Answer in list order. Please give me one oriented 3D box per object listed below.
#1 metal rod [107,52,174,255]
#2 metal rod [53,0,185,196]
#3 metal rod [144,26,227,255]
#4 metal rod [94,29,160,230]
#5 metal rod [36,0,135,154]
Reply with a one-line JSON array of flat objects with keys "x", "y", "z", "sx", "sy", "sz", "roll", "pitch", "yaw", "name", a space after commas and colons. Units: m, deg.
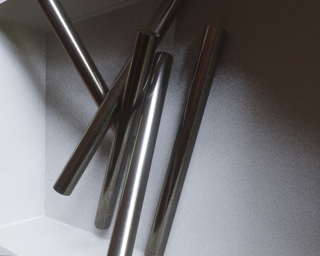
[{"x": -0.023, "y": 0.044, "z": 0.347, "sx": 0.025, "sy": 0.025, "sz": 0.299, "roll": -7, "pitch": 61, "yaw": 39, "name": "metal rod"}, {"x": -0.051, "y": -0.046, "z": 0.395, "sx": 0.025, "sy": 0.025, "sz": 0.299, "roll": 34, "pitch": 95, "yaw": 34, "name": "metal rod"}, {"x": 0.028, "y": 0.028, "z": 0.382, "sx": 0.025, "sy": 0.025, "sz": 0.298, "roll": 23, "pitch": 104, "yaw": 37, "name": "metal rod"}, {"x": -0.051, "y": 0.021, "z": 0.409, "sx": 0.025, "sy": 0.025, "sz": 0.298, "roll": 37, "pitch": 124, "yaw": 33, "name": "metal rod"}, {"x": -0.106, "y": -0.097, "z": 0.400, "sx": 0.025, "sy": 0.025, "sz": 0.299, "roll": -15, "pitch": 110, "yaw": 39, "name": "metal rod"}]
